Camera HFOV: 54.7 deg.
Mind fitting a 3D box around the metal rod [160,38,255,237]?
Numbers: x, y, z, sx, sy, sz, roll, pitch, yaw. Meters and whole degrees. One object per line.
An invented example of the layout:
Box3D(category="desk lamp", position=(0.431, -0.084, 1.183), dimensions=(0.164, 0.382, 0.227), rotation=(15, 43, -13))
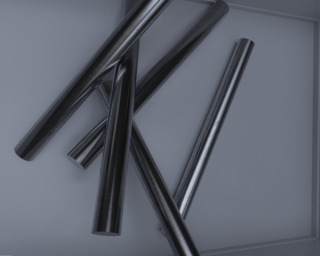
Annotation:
Box3D(category="metal rod", position=(0.070, 0.010, 0.437), dimensions=(0.025, 0.025, 0.299), rotation=(26, 81, -19))

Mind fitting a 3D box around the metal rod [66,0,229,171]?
Box3D(category="metal rod", position=(0.001, -0.068, 0.380), dimensions=(0.025, 0.025, 0.301), rotation=(47, 64, -14))

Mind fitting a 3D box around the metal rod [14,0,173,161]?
Box3D(category="metal rod", position=(-0.054, -0.077, 0.328), dimensions=(0.025, 0.025, 0.299), rotation=(41, 101, -16))

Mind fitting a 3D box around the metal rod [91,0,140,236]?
Box3D(category="metal rod", position=(-0.039, -0.042, 0.332), dimensions=(0.025, 0.025, 0.299), rotation=(14, 61, -20))

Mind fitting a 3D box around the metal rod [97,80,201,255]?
Box3D(category="metal rod", position=(-0.001, 0.074, 0.343), dimensions=(0.025, 0.025, 0.299), rotation=(-21, 71, -19))
